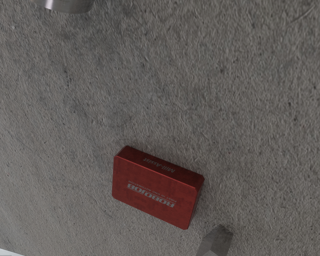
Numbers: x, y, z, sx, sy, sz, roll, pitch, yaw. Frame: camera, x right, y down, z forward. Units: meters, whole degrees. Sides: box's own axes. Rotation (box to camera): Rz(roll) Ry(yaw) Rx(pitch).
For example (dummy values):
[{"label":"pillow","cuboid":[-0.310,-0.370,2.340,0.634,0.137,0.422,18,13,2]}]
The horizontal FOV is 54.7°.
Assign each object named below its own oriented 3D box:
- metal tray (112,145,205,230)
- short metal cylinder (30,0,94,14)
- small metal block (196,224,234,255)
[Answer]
[{"label":"metal tray","cuboid":[-0.007,0.089,0.462,0.130,0.030,0.089,20,126,16]},{"label":"short metal cylinder","cuboid":[-0.104,-0.164,0.325,0.080,0.080,0.050,34,129,6]},{"label":"small metal block","cuboid":[0.079,0.179,0.460,0.025,0.050,0.050,36,129,4]}]
